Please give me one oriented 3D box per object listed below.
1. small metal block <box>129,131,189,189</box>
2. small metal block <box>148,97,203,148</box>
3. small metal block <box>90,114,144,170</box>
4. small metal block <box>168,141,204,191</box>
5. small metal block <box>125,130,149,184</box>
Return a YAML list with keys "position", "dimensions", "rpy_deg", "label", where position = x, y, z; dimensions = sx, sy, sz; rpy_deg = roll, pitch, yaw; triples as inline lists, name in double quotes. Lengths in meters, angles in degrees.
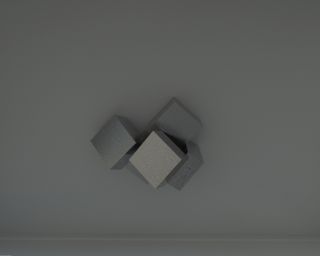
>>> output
- position: [-0.002, 0.039, 0.384]
  dimensions: [0.050, 0.025, 0.050]
  rpy_deg: [45, 106, 20]
  label: "small metal block"
- position: [0.020, -0.004, 0.408]
  dimensions: [0.050, 0.025, 0.050]
  rpy_deg: [40, 105, -14]
  label: "small metal block"
- position: [-0.055, 0.019, 0.403]
  dimensions: [0.050, 0.025, 0.050]
  rpy_deg: [-46, 66, 15]
  label: "small metal block"
- position: [0.030, 0.047, 0.414]
  dimensions: [0.025, 0.050, 0.050]
  rpy_deg: [34, 106, -12]
  label: "small metal block"
- position: [-0.019, 0.040, 0.424]
  dimensions: [0.050, 0.025, 0.050]
  rpy_deg: [40, 105, -14]
  label: "small metal block"
